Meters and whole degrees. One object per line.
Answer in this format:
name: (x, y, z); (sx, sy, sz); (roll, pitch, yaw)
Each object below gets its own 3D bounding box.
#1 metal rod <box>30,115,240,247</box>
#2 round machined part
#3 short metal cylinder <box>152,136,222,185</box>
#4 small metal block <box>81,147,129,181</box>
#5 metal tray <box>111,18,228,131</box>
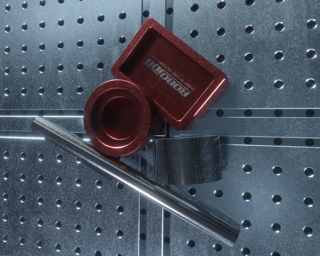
metal rod: (-0.038, 0.065, 0.403); (0.301, 0.025, 0.025); (28, 99, 8)
round machined part: (-0.048, -0.013, 0.411); (0.098, 0.042, 0.097); (0, 90, 21)
short metal cylinder: (0.032, 0.036, 0.370); (0.080, 0.080, 0.050); (-4, 89, 19)
small metal block: (-0.075, 0.038, 0.438); (0.050, 0.025, 0.050); (30, 99, 17)
metal tray: (0.010, -0.069, 0.405); (0.130, 0.030, 0.090); (42, 102, 15)
